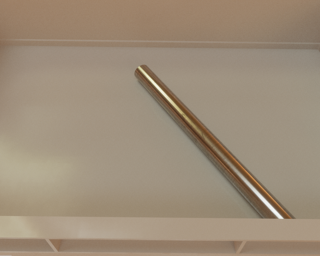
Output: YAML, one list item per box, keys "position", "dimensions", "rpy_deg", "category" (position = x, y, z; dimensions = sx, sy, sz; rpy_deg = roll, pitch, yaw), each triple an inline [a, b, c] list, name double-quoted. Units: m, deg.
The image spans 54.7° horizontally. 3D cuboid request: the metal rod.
- position: [0.053, 0.010, 0.397]
  dimensions: [0.025, 0.025, 0.300]
  rpy_deg: [-26, 55, -21]
  category: "metal rod"
